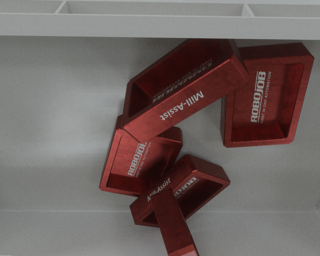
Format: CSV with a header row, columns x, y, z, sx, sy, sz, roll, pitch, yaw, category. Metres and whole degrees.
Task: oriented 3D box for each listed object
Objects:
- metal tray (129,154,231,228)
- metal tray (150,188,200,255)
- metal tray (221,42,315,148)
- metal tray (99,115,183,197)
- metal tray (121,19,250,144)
x,y,z,sx,sy,sz,roll,pitch,yaw,category
0.029,0.100,0.461,0.090,0.030,0.130,24,119,-41,metal tray
0.028,0.153,0.418,0.030,0.090,0.130,-22,134,-1,metal tray
0.123,-0.034,0.377,0.091,0.030,0.129,-4,130,3,metal tray
-0.030,0.047,0.445,0.091,0.030,0.129,13,129,-11,metal tray
0.020,-0.049,0.324,0.130,0.090,0.030,-31,124,23,metal tray
